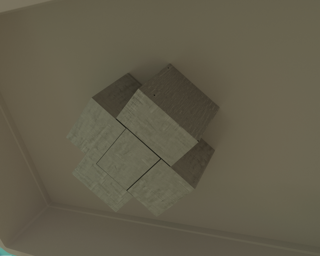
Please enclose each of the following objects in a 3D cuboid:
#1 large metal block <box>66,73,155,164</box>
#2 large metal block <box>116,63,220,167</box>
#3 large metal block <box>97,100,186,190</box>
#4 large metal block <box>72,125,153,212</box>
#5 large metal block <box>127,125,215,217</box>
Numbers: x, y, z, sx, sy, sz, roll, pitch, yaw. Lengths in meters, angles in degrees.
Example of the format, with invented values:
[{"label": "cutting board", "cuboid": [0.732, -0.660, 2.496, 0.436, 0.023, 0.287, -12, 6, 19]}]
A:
[{"label": "large metal block", "cuboid": [-0.061, -0.013, 0.394, 0.050, 0.080, 0.080, 42, 129, -1]}, {"label": "large metal block", "cuboid": [0.012, -0.017, 0.354, 0.080, 0.080, 0.050, 42, 129, -1]}, {"label": "large metal block", "cuboid": [-0.023, 0.020, 0.395, 0.050, 0.080, 0.080, 42, 129, -1]}, {"label": "large metal block", "cuboid": [-0.060, 0.055, 0.436, 0.080, 0.080, 0.050, 42, 129, -1]}, {"label": "large metal block", "cuboid": [0.015, 0.054, 0.397, 0.050, 0.080, 0.080, 42, 129, -1]}]
